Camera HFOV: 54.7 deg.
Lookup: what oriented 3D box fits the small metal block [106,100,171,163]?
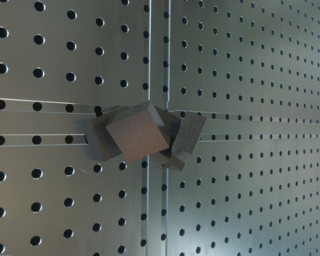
[{"bbox_3d":[-0.023,0.004,0.339,0.050,0.050,0.025,61,17,-23],"label":"small metal block"}]

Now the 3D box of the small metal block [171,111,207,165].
[{"bbox_3d":[0.036,0.014,0.390,0.050,0.025,0.050,88,25,-68],"label":"small metal block"}]

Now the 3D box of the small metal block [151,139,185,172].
[{"bbox_3d":[0.017,0.025,0.426,0.050,0.025,0.050,43,64,-32],"label":"small metal block"}]

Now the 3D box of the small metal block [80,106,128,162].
[{"bbox_3d":[-0.058,0.006,0.362,0.050,0.025,0.050,-25,106,-37],"label":"small metal block"}]

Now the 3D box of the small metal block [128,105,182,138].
[{"bbox_3d":[-0.010,-0.008,0.386,0.050,0.050,0.025,24,75,-38],"label":"small metal block"}]
